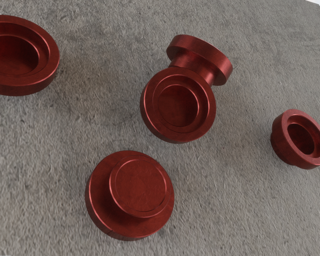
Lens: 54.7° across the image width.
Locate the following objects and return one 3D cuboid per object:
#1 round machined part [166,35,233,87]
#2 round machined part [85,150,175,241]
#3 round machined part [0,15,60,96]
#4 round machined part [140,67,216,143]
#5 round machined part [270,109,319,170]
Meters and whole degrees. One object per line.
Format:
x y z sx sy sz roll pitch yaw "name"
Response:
0.051 -0.087 0.447 0.098 0.098 0.042 31 83 -8 "round machined part"
-0.028 0.068 0.336 0.099 0.042 0.098 14 56 -21 "round machined part"
-0.167 -0.076 0.349 0.099 0.042 0.098 14 56 -21 "round machined part"
0.021 -0.027 0.408 0.099 0.042 0.098 4 78 -19 "round machined part"
0.218 0.021 0.497 0.099 0.042 0.098 14 56 -21 "round machined part"
